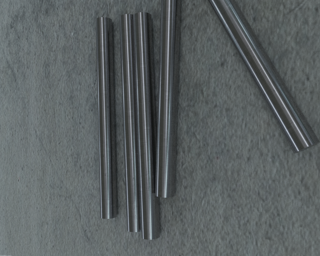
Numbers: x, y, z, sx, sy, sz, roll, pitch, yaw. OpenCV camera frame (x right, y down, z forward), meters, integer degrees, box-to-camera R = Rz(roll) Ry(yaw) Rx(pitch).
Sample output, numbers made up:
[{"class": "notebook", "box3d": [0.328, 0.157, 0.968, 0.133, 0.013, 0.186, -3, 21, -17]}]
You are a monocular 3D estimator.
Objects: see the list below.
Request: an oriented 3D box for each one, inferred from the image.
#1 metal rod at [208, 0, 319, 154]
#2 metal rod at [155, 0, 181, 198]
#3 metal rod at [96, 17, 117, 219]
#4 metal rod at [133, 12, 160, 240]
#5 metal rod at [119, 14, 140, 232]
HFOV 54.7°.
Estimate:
[{"class": "metal rod", "box3d": [0.082, -0.112, 0.336, 0.025, 0.025, 0.299, -36, 68, 34]}, {"class": "metal rod", "box3d": [0.011, -0.063, 0.394, 0.025, 0.025, 0.298, 3, 92, 39]}, {"class": "metal rod", "box3d": [-0.081, -0.016, 0.469, 0.025, 0.025, 0.298, -3, 88, 39]}, {"class": "metal rod", "box3d": [-0.018, -0.004, 0.417, 0.025, 0.025, 0.298, -4, 88, 39]}, {"class": "metal rod", "box3d": [-0.039, -0.008, 0.434, 0.025, 0.025, 0.298, -4, 88, 39]}]
